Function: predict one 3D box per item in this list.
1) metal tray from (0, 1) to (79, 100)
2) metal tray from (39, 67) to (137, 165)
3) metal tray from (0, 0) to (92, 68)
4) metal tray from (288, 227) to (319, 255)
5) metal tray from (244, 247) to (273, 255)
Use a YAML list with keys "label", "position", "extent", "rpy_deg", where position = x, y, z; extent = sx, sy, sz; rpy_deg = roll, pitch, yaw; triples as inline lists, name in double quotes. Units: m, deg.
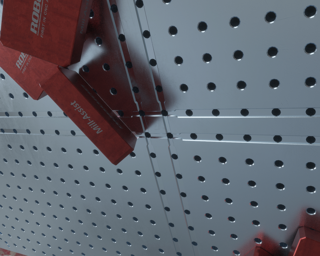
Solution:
- label: "metal tray"
  position: [-0.171, -0.110, 0.428]
  extent: [0.090, 0.030, 0.129]
  rpy_deg: [46, 129, -4]
- label: "metal tray"
  position: [-0.086, -0.017, 0.401]
  extent: [0.030, 0.090, 0.130]
  rpy_deg: [-41, 96, 4]
- label: "metal tray"
  position: [-0.128, -0.146, 0.355]
  extent: [0.090, 0.030, 0.129]
  rpy_deg: [20, 113, 3]
- label: "metal tray"
  position: [0.228, 0.191, 0.387]
  extent: [0.130, 0.030, 0.089]
  rpy_deg: [18, 105, 17]
- label: "metal tray"
  position: [0.176, 0.246, 0.466]
  extent: [0.130, 0.030, 0.089]
  rpy_deg: [33, 129, 6]
